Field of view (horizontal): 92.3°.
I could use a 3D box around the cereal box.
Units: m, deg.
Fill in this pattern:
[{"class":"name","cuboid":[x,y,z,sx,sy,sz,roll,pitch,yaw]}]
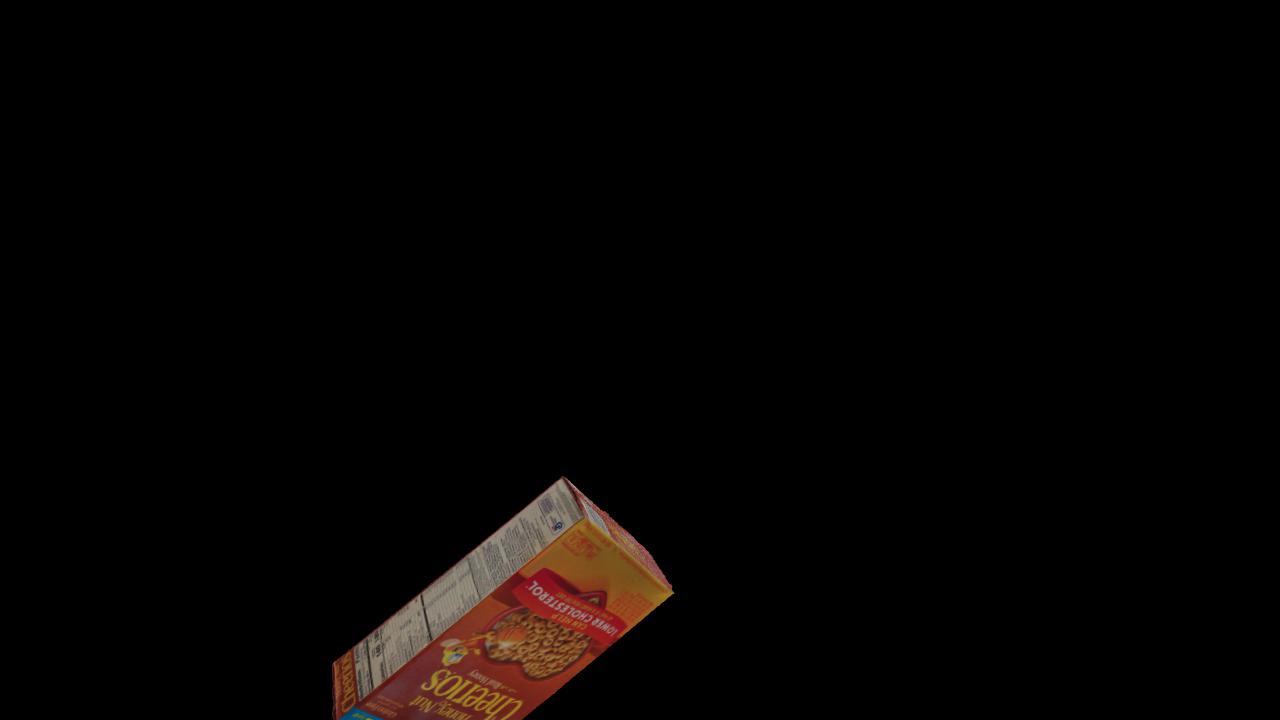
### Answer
[{"class":"cereal box","cuboid":[-0.135,0.288,0.661,0.203,0.306,0.081,54,-4,-41]}]
